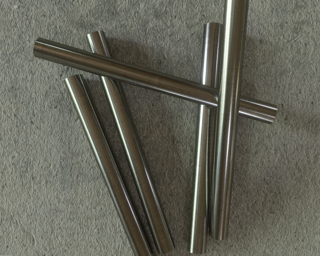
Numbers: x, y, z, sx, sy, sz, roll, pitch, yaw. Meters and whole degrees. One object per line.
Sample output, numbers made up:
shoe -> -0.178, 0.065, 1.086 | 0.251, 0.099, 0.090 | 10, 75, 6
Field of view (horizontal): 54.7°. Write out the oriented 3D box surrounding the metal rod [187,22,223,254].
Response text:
metal rod -> 0.060, 0.013, 0.410 | 0.025, 0.025, 0.298 | 4, 90, 0

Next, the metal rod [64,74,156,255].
metal rod -> -0.059, 0.072, 0.409 | 0.025, 0.025, 0.299 | -22, 90, 0

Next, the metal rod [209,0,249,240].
metal rod -> 0.079, -0.001, 0.367 | 0.025, 0.025, 0.298 | 1, 108, 0

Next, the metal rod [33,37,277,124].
metal rod -> -0.005, -0.058, 0.383 | 0.302, 0.025, 0.025 | 16, 90, -1

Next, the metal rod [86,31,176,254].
metal rod -> -0.038, 0.019, 0.409 | 0.025, 0.025, 0.299 | -18, 90, 0
